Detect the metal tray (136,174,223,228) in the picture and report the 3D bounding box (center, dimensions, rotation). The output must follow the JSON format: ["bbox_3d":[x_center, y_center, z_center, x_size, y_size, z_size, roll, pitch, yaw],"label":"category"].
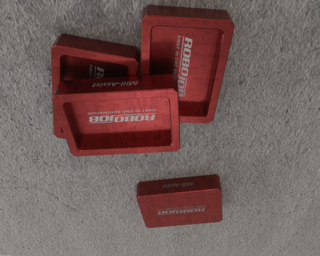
[{"bbox_3d":[0.034,0.122,0.508,0.131,0.030,0.090,-7,130,5],"label":"metal tray"}]

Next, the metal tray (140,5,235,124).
[{"bbox_3d":[0.024,-0.065,0.348,0.091,0.030,0.129,3,130,-3],"label":"metal tray"}]

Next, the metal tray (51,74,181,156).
[{"bbox_3d":[-0.044,-0.012,0.352,0.131,0.030,0.089,-3,130,2],"label":"metal tray"}]

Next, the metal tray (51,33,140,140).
[{"bbox_3d":[-0.078,-0.039,0.369,0.091,0.030,0.129,8,130,-8],"label":"metal tray"}]
